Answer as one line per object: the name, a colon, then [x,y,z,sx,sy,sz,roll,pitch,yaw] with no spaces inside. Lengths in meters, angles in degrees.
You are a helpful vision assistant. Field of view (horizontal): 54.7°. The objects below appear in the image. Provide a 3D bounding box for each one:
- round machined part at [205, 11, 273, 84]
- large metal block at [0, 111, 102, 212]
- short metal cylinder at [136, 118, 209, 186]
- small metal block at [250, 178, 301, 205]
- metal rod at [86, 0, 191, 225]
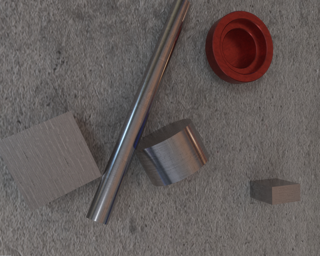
round machined part: [0.108,-0.111,0.441,0.099,0.042,0.097,0,90,-21]
large metal block: [-0.124,0.034,0.351,0.081,0.050,0.080,-26,99,-18]
short metal cylinder: [0.014,0.029,0.386,0.080,0.080,0.050,-31,101,-18]
small metal block: [0.170,0.093,0.461,0.050,0.050,0.025,-2,91,-20]
metal rod: [-0.019,-0.034,0.377,0.025,0.025,0.299,26,72,-19]
